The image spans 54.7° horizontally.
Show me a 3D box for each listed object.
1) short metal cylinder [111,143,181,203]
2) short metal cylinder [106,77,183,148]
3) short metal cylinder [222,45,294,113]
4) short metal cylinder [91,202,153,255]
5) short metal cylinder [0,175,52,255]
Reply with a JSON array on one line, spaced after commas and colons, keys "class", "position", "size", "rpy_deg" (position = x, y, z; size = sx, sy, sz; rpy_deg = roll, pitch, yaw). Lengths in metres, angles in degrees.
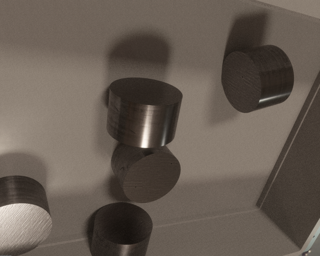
[{"class": "short metal cylinder", "position": [-0.020, 0.053, 0.416], "size": [0.081, 0.050, 0.079], "rpy_deg": [-14, 125, -21]}, {"class": "short metal cylinder", "position": [-0.018, -0.020, 0.352], "size": [0.081, 0.080, 0.050], "rpy_deg": [-5, 121, -26]}, {"class": "short metal cylinder", "position": [0.125, -0.064, 0.404], "size": [0.050, 0.080, 0.079], "rpy_deg": [-16, 125, -20]}, {"class": "short metal cylinder", "position": [-0.055, 0.152, 0.439], "size": [0.081, 0.080, 0.050], "rpy_deg": [-2, 119, -28]}, {"class": "short metal cylinder", "position": [-0.172, 0.103, 0.363], "size": [0.081, 0.050, 0.079], "rpy_deg": [-14, 125, -21]}]
